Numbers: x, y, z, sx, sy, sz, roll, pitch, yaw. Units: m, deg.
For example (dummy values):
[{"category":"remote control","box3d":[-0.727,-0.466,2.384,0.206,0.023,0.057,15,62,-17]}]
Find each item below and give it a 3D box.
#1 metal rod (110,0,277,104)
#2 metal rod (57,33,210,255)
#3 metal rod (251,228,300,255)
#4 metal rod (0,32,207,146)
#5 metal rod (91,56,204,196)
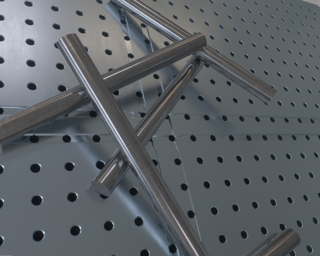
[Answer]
[{"category":"metal rod","box3d":[0.047,-0.133,0.485,0.300,0.025,0.025,35,51,6]},{"category":"metal rod","box3d":[-0.027,0.030,0.342,0.025,0.025,0.299,-30,88,-37]},{"category":"metal rod","box3d":[0.057,0.183,0.326,0.302,0.025,0.025,-18,71,-35]},{"category":"metal rod","box3d":[-0.053,-0.061,0.387,0.302,0.025,0.025,-31,79,-29]},{"category":"metal rod","box3d":[0.005,-0.030,0.428,0.025,0.025,0.301,38,51,-3]}]
